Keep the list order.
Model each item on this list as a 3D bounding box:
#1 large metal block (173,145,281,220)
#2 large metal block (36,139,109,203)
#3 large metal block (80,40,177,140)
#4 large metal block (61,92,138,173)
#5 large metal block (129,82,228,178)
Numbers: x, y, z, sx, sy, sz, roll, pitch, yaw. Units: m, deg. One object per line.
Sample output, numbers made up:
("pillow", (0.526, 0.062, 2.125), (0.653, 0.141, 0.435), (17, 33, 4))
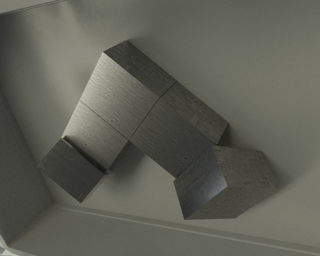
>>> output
("large metal block", (0.076, 0.067, 0.364), (0.081, 0.050, 0.080), (9, 138, -31))
("large metal block", (-0.127, 0.064, 0.469), (0.080, 0.050, 0.080), (39, 172, 1))
("large metal block", (-0.040, -0.046, 0.383), (0.080, 0.050, 0.080), (39, 129, 1))
("large metal block", (-0.079, 0.002, 0.434), (0.080, 0.050, 0.080), (39, 129, 1))
("large metal block", (0.022, 0.005, 0.381), (0.080, 0.050, 0.080), (39, 129, 1))
